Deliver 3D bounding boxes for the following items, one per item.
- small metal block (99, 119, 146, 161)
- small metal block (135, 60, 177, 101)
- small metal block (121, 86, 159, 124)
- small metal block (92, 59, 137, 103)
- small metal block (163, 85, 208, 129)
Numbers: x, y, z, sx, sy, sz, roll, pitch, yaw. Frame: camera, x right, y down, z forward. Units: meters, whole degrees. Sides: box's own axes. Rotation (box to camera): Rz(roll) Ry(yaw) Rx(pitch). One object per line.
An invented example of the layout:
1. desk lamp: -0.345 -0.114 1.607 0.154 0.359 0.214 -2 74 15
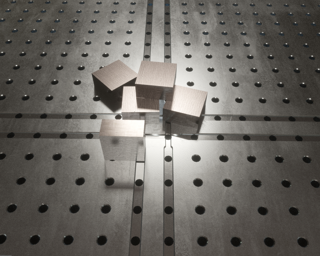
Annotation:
1. small metal block: -0.044 0.016 0.378 0.050 0.050 0.025 1 50 1
2. small metal block: -0.005 -0.067 0.431 0.050 0.025 0.050 6 50 5
3. small metal block: -0.026 -0.032 0.435 0.050 0.025 0.050 -1 50 -1
4. small metal block: -0.066 -0.071 0.467 0.050 0.025 0.050 -34 58 -26
5. small metal block: 0.035 -0.031 0.434 0.050 0.025 0.050 14 51 11
